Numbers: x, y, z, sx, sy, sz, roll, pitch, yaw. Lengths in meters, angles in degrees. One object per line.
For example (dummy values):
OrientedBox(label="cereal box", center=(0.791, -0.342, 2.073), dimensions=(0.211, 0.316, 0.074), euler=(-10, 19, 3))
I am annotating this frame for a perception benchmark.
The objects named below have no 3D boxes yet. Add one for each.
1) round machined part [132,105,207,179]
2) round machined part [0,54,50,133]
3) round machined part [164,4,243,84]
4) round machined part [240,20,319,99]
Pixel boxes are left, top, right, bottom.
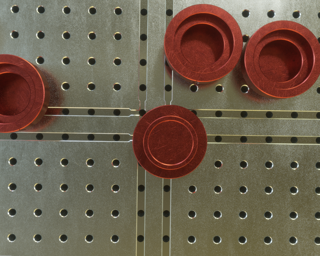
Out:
OrientedBox(label="round machined part", center=(0.013, 0.018, 0.405), dimensions=(0.099, 0.042, 0.097), euler=(0, 90, -1))
OrientedBox(label="round machined part", center=(-0.192, -0.043, 0.402), dimensions=(0.099, 0.042, 0.097), euler=(0, 90, -1))
OrientedBox(label="round machined part", center=(0.054, -0.106, 0.406), dimensions=(0.099, 0.042, 0.097), euler=(0, 90, -1))
OrientedBox(label="round machined part", center=(0.155, -0.086, 0.407), dimensions=(0.099, 0.042, 0.097), euler=(0, 90, -1))
